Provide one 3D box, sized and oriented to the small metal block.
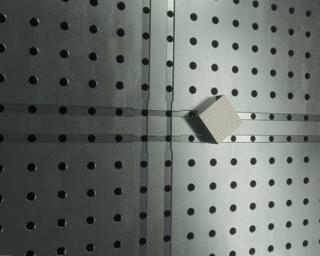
[{"bbox_3d":[0.081,-0.012,0.442,0.050,0.025,0.050,-39,103,-16],"label":"small metal block"}]
